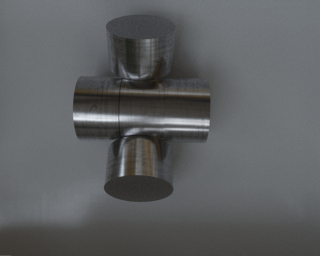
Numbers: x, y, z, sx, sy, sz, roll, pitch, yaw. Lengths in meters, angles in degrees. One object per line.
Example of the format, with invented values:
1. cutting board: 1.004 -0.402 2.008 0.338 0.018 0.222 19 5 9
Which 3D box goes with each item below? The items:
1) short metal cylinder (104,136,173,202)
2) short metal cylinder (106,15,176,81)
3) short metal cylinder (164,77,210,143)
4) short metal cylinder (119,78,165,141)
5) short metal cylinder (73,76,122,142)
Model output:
1. short metal cylinder: -0.025 0.051 0.375 0.081 0.080 0.050 0 56 0
2. short metal cylinder: -0.023 -0.099 0.375 0.081 0.080 0.050 2 128 0
3. short metal cylinder: 0.031 -0.022 0.383 0.050 0.080 0.080 1 90 0
4. short metal cylinder: -0.020 -0.023 0.382 0.050 0.080 0.080 1 90 0
5. short metal cylinder: -0.071 -0.023 0.382 0.050 0.080 0.080 1 90 0
